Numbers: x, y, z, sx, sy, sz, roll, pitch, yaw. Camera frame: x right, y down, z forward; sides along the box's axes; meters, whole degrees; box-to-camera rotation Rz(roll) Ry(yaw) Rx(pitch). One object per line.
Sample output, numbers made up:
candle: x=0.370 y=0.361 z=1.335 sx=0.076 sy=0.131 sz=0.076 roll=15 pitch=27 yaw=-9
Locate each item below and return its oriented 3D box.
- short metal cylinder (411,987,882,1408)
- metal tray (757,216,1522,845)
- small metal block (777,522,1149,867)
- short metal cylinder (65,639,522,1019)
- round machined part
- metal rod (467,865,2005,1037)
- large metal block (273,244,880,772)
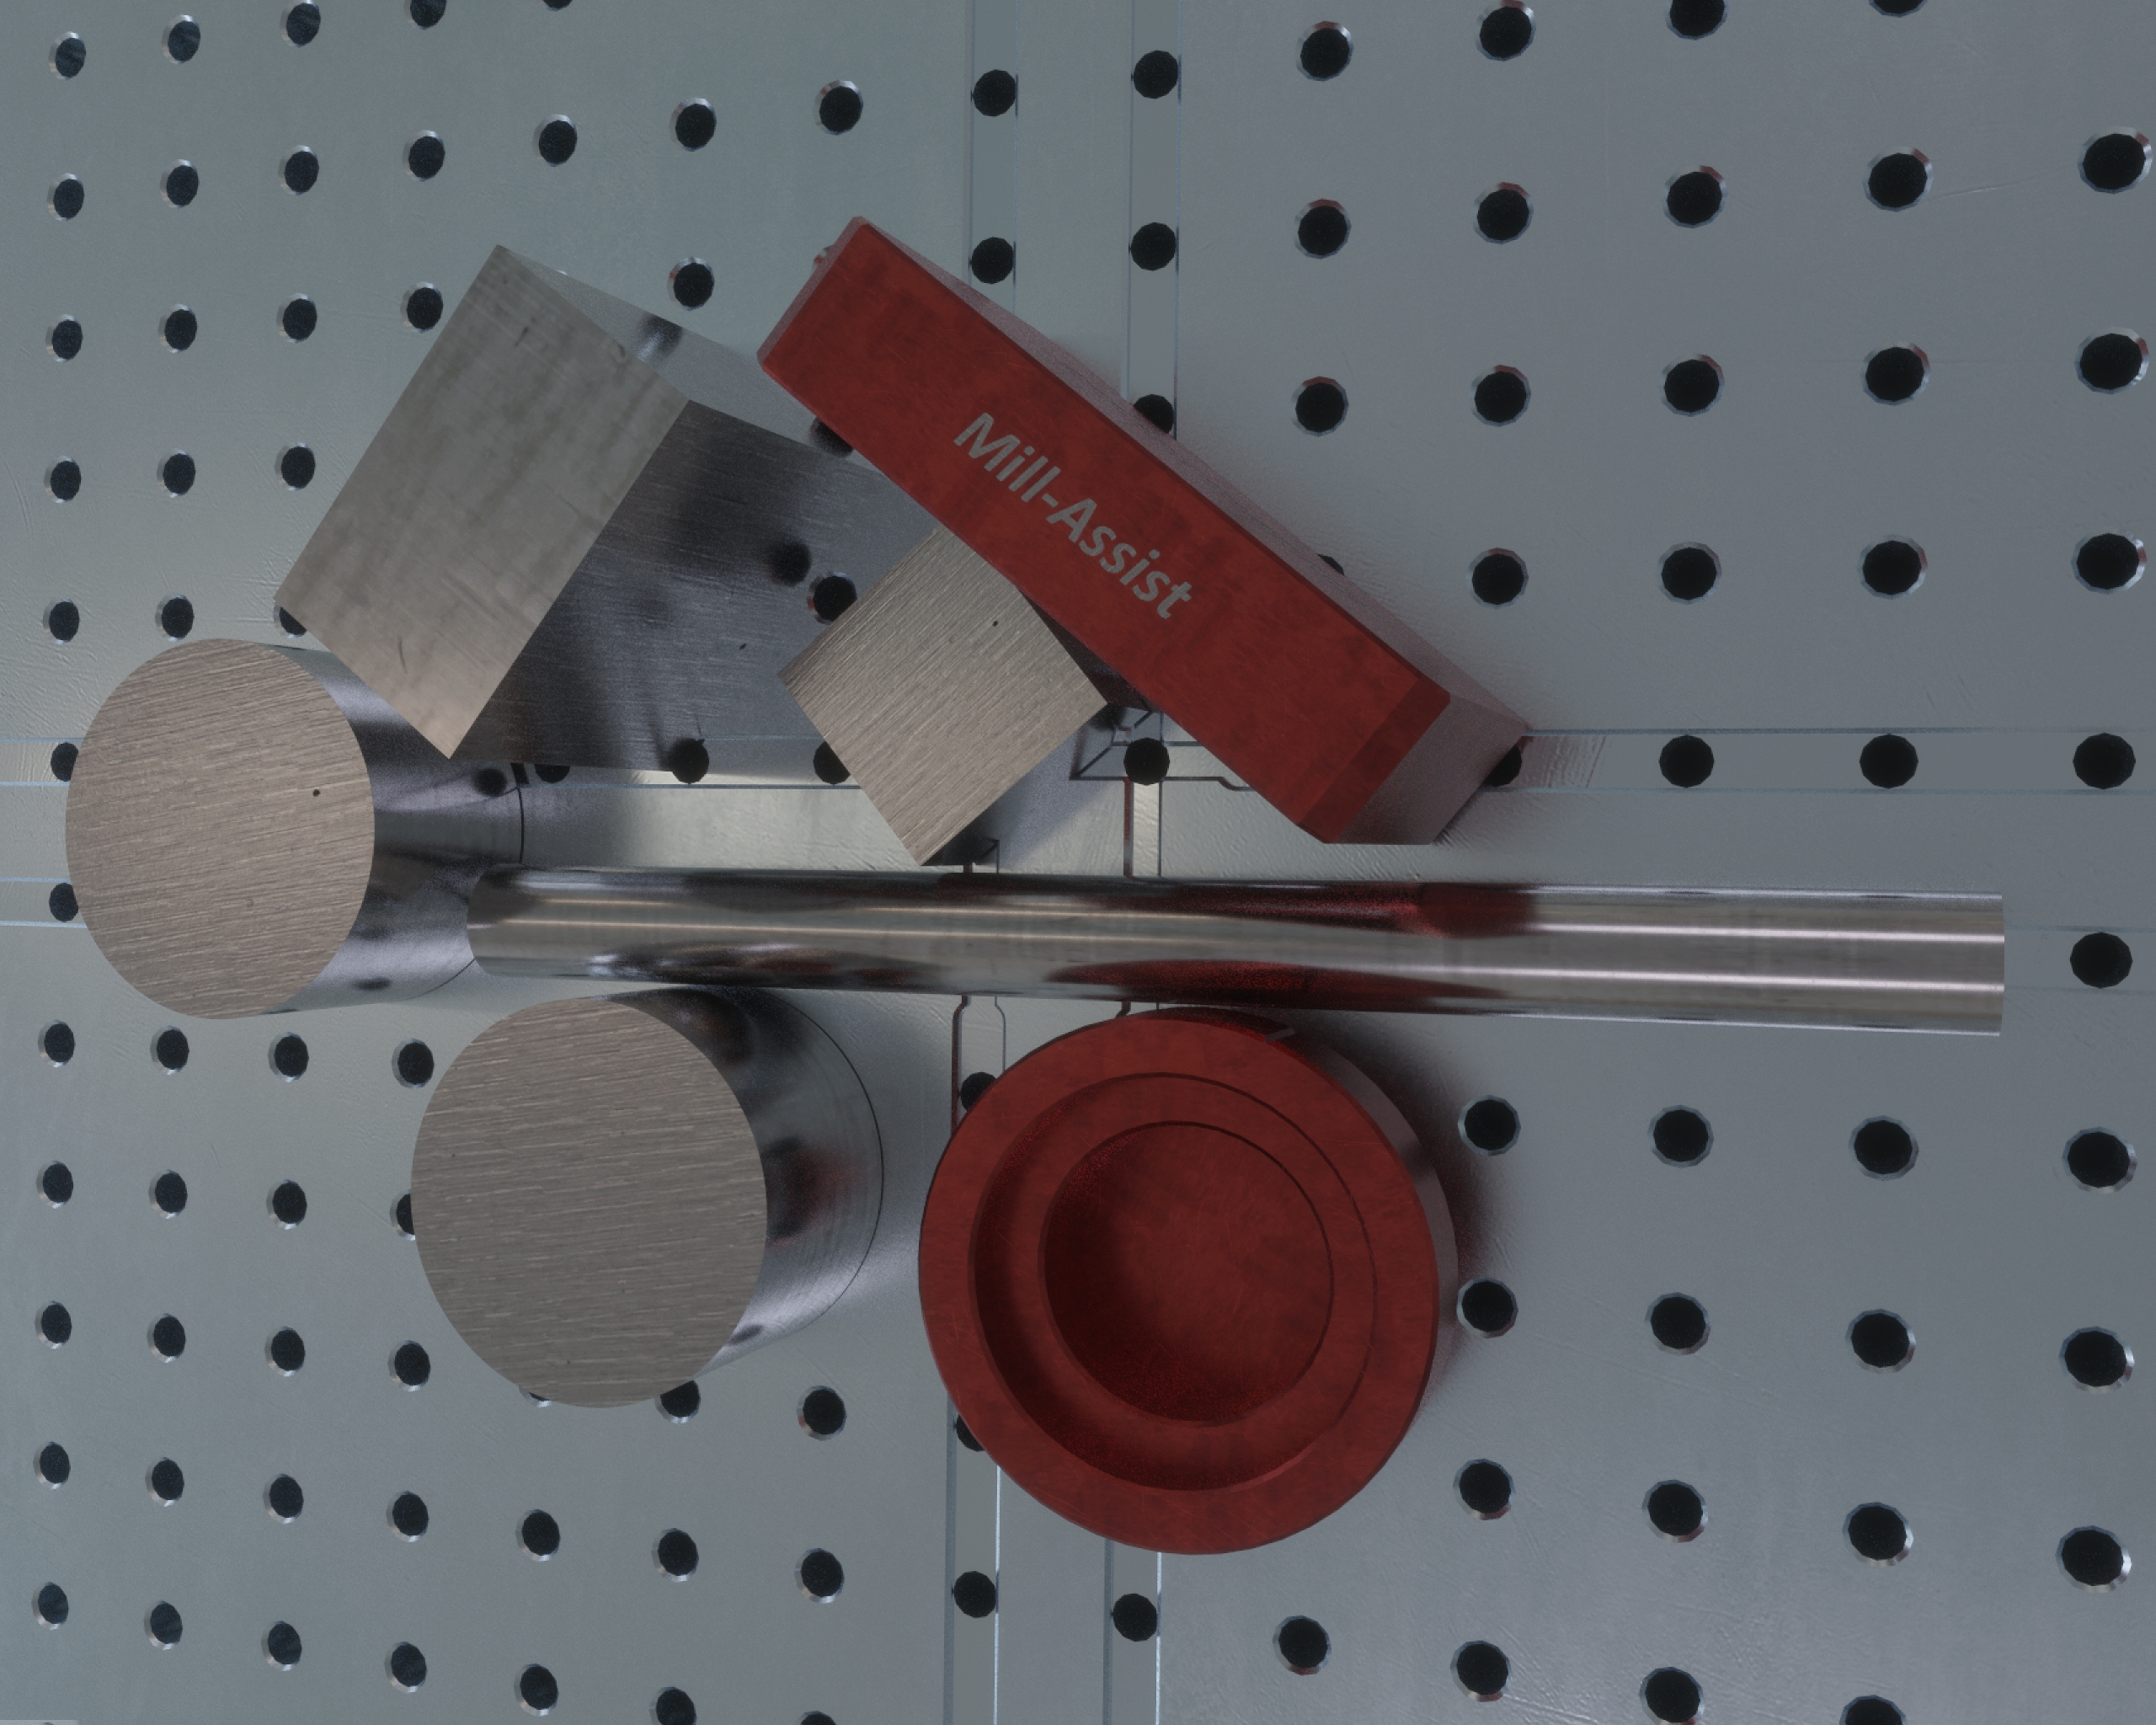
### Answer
short metal cylinder: x=-0.088 y=0.066 z=0.430 sx=0.080 sy=0.050 sz=0.080 roll=0 pitch=90 yaw=20
metal tray: x=0.015 y=-0.056 z=0.372 sx=0.130 sy=0.090 sz=0.030 roll=42 pitch=103 yaw=15
small metal block: x=-0.023 y=-0.034 z=0.421 sx=0.050 sy=0.025 sz=0.050 roll=-41 pitch=77 yaw=15
short metal cylinder: x=-0.172 y=-0.007 z=0.459 sx=0.080 sy=0.050 sz=0.080 roll=0 pitch=90 yaw=20
round machined part: x=0.023 y=0.076 z=0.395 sx=0.098 sy=0.042 sz=0.097 roll=0 pitch=90 yaw=20
metal rod: x=0.016 y=0.015 z=0.407 sx=0.301 sy=0.025 sz=0.025 roll=1 pitch=90 yaw=19
large metal block: x=-0.097 y=-0.066 z=0.418 sx=0.050 sy=0.080 sz=0.080 roll=40 pitch=103 yaw=15
